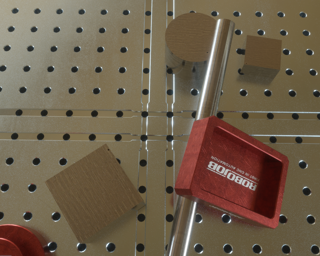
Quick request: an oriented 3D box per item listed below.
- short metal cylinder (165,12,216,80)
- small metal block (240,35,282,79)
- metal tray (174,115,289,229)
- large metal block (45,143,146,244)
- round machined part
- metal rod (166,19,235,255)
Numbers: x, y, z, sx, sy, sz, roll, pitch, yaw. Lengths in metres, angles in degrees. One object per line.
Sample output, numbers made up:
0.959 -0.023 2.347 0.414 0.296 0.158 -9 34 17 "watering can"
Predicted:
0.047 -0.115 0.441 0.081 0.050 0.080 0 70 0 "short metal cylinder"
0.146 -0.104 0.451 0.050 0.025 0.050 10 70 3 "small metal block"
0.088 0.053 0.357 0.131 0.030 0.090 27 69 -23 "metal tray"
-0.074 0.079 0.369 0.080 0.050 0.080 -33 73 -11 "large metal block"
-0.177 0.158 0.344 0.099 0.042 0.098 0 70 0 "round machined part"
0.051 0.009 0.378 0.025 0.025 0.299 12 82 4 "metal rod"
